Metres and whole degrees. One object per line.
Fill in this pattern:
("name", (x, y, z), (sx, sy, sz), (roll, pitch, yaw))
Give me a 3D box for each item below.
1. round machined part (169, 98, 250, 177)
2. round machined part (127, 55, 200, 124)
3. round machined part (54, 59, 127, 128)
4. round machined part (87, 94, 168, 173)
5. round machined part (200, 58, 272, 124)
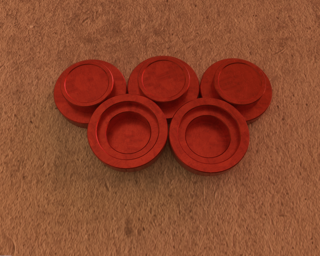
("round machined part", (0.060, 0.014, 0.396), (0.099, 0.042, 0.098), (0, 70, -1))
("round machined part", (0.005, -0.057, 0.421), (0.099, 0.042, 0.098), (0, 70, -1))
("round machined part", (-0.094, -0.051, 0.418), (0.099, 0.042, 0.098), (0, 70, -1))
("round machined part", (-0.039, 0.009, 0.396), (0.099, 0.042, 0.098), (0, 70, -1))
("round machined part", (0.104, -0.054, 0.421), (0.099, 0.042, 0.098), (0, 70, -1))
